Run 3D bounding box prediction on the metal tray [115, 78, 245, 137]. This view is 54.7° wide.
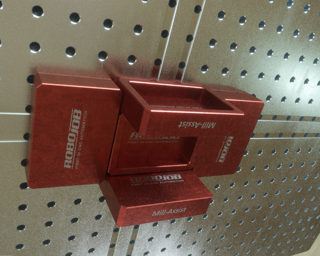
[{"bbox_3d":[0.022,-0.025,0.367,0.131,0.090,0.030,1,118,-29],"label":"metal tray"}]

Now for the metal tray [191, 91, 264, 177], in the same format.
[{"bbox_3d":[0.093,0.011,0.466,0.091,0.030,0.129,0,118,-30],"label":"metal tray"}]

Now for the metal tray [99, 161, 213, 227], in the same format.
[{"bbox_3d":[-0.007,0.081,0.415,0.131,0.090,0.030,1,118,-29],"label":"metal tray"}]

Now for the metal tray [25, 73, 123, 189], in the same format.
[{"bbox_3d":[-0.101,0.007,0.357,0.091,0.030,0.129,1,118,-29],"label":"metal tray"}]

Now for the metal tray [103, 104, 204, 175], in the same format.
[{"bbox_3d":[-0.005,0.014,0.413,0.131,0.030,0.089,1,118,-29],"label":"metal tray"}]
